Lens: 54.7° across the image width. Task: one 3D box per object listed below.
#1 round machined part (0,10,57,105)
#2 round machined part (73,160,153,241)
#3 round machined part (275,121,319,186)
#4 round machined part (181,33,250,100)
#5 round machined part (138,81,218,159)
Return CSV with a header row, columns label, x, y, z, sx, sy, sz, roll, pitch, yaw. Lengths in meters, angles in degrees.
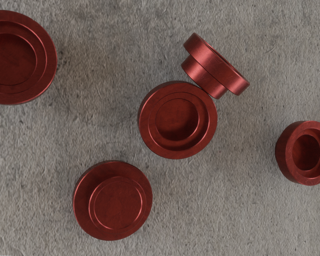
label,x,y,z,sx,sy,sz,roll,pitch,yaw
round machined part,-0.165,-0.073,0.339,0.099,0.042,0.097,0,90,-20
round machined part,-0.055,0.090,0.380,0.099,0.042,0.097,0,90,-20
round machined part,0.220,0.037,0.481,0.099,0.042,0.097,0,90,-20
round machined part,0.066,-0.075,0.403,0.098,0.098,0.042,37,110,-16
round machined part,0.020,-0.013,0.397,0.099,0.042,0.097,-3,108,-10
